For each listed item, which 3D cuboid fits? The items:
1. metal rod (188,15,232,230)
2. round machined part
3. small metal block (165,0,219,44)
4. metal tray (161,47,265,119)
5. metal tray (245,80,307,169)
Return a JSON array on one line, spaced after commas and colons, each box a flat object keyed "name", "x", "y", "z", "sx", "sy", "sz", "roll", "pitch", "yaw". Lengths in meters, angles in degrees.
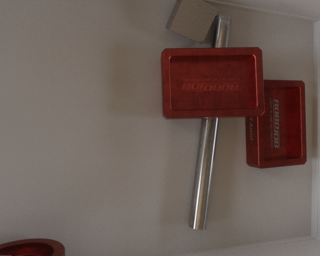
[{"name": "metal rod", "x": 0.071, "y": -0.010, "z": 0.438, "sx": 0.025, "sy": 0.025, "sz": 0.298, "roll": 8, "pitch": 87, "yaw": -20}, {"name": "round machined part", "x": -0.148, "y": 0.153, "z": 0.318, "sx": 0.099, "sy": 0.098, "sz": 0.042, "roll": -3, "pitch": 92, "yaw": -20}, {"name": "small metal block", "x": 0.042, "y": -0.148, "z": 0.418, "sx": 0.050, "sy": 0.025, "sz": 0.050, "roll": 18, "pitch": 107, "yaw": -20}, {"name": "metal tray", "x": 0.068, "y": -0.058, "z": 0.411, "sx": 0.131, "sy": 0.030, "sz": 0.089, "roll": -2, "pitch": 88, "yaw": -3}, {"name": "metal tray", "x": 0.178, "y": -0.007, "z": 0.475, "sx": 0.091, "sy": 0.030, "sz": 0.129, "roll": -2, "pitch": 91, "yaw": -21}]
